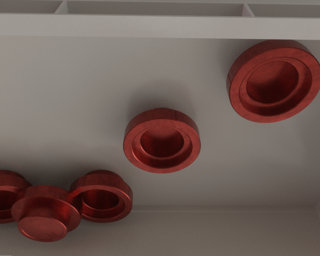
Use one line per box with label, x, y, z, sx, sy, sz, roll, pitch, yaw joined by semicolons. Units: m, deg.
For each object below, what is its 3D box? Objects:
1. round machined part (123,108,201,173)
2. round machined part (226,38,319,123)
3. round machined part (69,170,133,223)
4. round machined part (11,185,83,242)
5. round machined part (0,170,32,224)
round machined part;0.003;0.012;0.408;0.099;0.042;0.097;0;130;0
round machined part;0.124;-0.056;0.351;0.099;0.042;0.097;0;130;0
round machined part;-0.091;0.103;0.485;0.099;0.042;0.097;0;130;0
round machined part;-0.166;0.130;0.451;0.099;0.042;0.097;-1;130;-1
round machined part;-0.242;0.101;0.472;0.099;0.042;0.097;-9;134;-10
